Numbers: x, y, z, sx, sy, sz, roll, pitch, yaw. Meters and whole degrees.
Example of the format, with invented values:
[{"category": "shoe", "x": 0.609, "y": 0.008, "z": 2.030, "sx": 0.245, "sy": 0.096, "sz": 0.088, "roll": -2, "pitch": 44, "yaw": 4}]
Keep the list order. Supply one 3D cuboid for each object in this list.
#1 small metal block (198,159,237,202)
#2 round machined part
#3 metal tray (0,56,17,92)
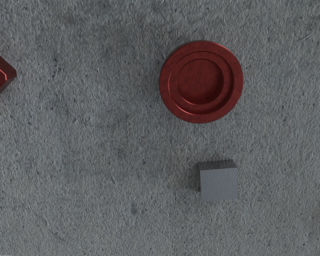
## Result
[{"category": "small metal block", "x": 0.081, "y": 0.074, "z": 0.438, "sx": 0.050, "sy": 0.025, "sz": 0.050, "roll": -5, "pitch": 110, "yaw": 1}, {"category": "round machined part", "x": 0.048, "y": -0.058, "z": 0.380, "sx": 0.099, "sy": 0.042, "sz": 0.097, "roll": 0, "pitch": 110, "yaw": -1}, {"category": "metal tray", "x": -0.256, "y": -0.081, "z": 0.374, "sx": 0.090, "sy": 0.030, "sz": 0.130, "roll": -41, "pitch": 106, "yaw": 13}]
